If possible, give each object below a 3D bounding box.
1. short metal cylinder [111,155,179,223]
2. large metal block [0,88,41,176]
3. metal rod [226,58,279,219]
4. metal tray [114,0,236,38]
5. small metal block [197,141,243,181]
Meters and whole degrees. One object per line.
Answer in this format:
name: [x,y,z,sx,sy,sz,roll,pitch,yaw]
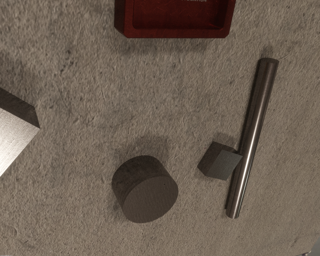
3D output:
short metal cylinder: [-0.021,0.085,0.433,0.081,0.050,0.079,-14,125,-21]
large metal block: [-0.177,0.000,0.295,0.080,0.050,0.080,-48,129,6]
metal rod: [0.146,0.033,0.509,0.025,0.025,0.298,-10,123,-23]
metal tray: [0.020,-0.143,0.327,0.131,0.030,0.089,-8,122,-25]
small metal block: [0.096,0.053,0.495,0.050,0.025,0.050,18,109,-36]
